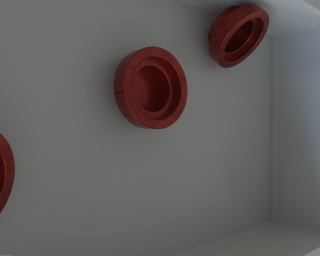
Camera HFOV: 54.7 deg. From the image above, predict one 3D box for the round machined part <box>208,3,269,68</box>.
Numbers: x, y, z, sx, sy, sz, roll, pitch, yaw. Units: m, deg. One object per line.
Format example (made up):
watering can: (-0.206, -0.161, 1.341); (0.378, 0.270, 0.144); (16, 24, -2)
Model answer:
round machined part: (0.112, -0.143, 0.466); (0.099, 0.042, 0.098); (-30, 152, -18)

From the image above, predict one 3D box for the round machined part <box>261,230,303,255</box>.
round machined part: (0.241, 0.252, 0.600); (0.099, 0.042, 0.097); (0, 90, -40)

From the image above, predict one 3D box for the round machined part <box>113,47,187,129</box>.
round machined part: (-0.016, -0.047, 0.382); (0.099, 0.042, 0.097); (0, 90, -40)

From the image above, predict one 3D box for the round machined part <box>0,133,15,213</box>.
round machined part: (-0.165, 0.041, 0.238); (0.098, 0.042, 0.097); (9, 91, -72)
